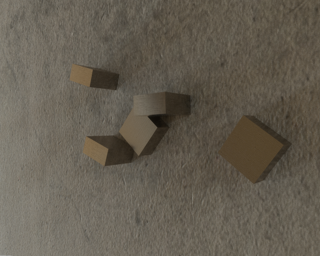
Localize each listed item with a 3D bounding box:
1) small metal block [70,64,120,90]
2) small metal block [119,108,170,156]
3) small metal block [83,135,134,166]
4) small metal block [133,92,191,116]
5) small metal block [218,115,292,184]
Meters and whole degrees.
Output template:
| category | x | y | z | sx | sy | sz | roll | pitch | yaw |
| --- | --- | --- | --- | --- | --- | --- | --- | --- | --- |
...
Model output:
| category | x | y | z | sx | sy | sz | roll | pitch | yaw |
| --- | --- | --- | --- | --- | --- | --- | --- | --- | --- |
| small metal block | -0.099 | -0.077 | 0.467 | 0.050 | 0.050 | 0.025 | 21 | 104 | 37 |
| small metal block | -0.022 | 0.002 | 0.421 | 0.050 | 0.025 | 0.050 | 48 | 118 | 29 |
| small metal block | -0.074 | 0.031 | 0.447 | 0.050 | 0.050 | 0.025 | 24 | 105 | 37 |
| small metal block | 0.003 | -0.028 | 0.384 | 0.050 | 0.050 | 0.025 | -2 | 89 | 39 |
| small metal block | 0.098 | 0.021 | 0.323 | 0.050 | 0.025 | 0.050 | 43 | 116 | 31 |
